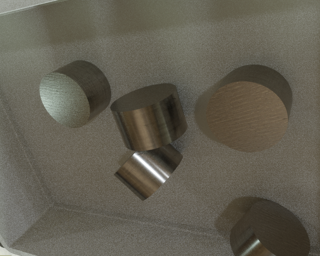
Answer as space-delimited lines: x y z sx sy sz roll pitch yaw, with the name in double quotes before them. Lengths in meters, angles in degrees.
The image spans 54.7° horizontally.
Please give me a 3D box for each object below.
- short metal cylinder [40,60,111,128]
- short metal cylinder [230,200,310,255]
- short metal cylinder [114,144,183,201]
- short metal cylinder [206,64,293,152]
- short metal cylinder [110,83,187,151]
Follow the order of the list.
"short metal cylinder" -0.115 -0.047 0.424 0.080 0.050 0.079 13 124 21
"short metal cylinder" 0.136 0.139 0.388 0.080 0.080 0.050 31 128 8
"short metal cylinder" -0.015 0.049 0.412 0.050 0.080 0.080 43 129 -2
"short metal cylinder" 0.095 -0.021 0.329 0.080 0.050 0.079 13 124 21
"short metal cylinder" -0.012 -0.015 0.371 0.080 0.080 0.050 -4 116 30
